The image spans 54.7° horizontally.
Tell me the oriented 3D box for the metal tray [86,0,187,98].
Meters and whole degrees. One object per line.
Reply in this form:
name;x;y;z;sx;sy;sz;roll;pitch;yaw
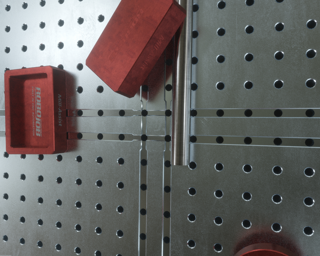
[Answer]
metal tray;-0.036;-0.116;0.405;0.090;0.030;0.129;43;104;37

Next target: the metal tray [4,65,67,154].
metal tray;-0.191;-0.025;0.475;0.090;0.030;0.129;-2;89;19

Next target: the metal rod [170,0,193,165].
metal rod;0.029;-0.102;0.401;0.025;0.025;0.298;1;90;19

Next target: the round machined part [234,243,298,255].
round machined part;0.127;0.182;0.359;0.098;0.042;0.097;0;90;19
